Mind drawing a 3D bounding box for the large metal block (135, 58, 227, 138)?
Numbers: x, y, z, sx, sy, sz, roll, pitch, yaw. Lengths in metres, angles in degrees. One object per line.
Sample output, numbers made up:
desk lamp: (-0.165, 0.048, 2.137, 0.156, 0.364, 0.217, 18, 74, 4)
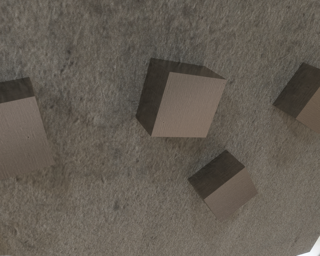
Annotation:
large metal block: (0.024, -0.036, 0.384, 0.081, 0.050, 0.079, 2, 118, -30)

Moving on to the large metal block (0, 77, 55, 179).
large metal block: (-0.158, 0.003, 0.306, 0.081, 0.050, 0.079, -16, 125, -20)

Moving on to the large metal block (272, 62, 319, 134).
large metal block: (0.244, -0.046, 0.498, 0.080, 0.050, 0.080, 23, 106, -37)

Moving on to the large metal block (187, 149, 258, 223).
large metal block: (0.104, 0.096, 0.510, 0.080, 0.050, 0.080, -37, 130, -4)
